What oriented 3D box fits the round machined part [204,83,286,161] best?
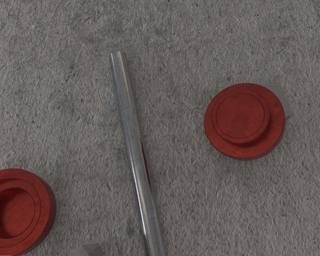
[{"bbox_3d":[0.103,-0.010,0.385,0.098,0.042,0.098,-6,74,23],"label":"round machined part"}]

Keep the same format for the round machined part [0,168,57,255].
[{"bbox_3d":[-0.170,0.099,0.361,0.099,0.042,0.098,0,70,0],"label":"round machined part"}]

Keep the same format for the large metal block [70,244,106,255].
[{"bbox_3d":[-0.089,0.167,0.317,0.080,0.080,0.050,-39,75,-13],"label":"large metal block"}]

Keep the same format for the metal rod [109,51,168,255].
[{"bbox_3d":[-0.030,0.034,0.395,0.025,0.025,0.299,-11,70,-4],"label":"metal rod"}]

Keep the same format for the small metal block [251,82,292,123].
[{"bbox_3d":[0.142,-0.031,0.420,0.050,0.025,0.050,-11,70,-4],"label":"small metal block"}]
